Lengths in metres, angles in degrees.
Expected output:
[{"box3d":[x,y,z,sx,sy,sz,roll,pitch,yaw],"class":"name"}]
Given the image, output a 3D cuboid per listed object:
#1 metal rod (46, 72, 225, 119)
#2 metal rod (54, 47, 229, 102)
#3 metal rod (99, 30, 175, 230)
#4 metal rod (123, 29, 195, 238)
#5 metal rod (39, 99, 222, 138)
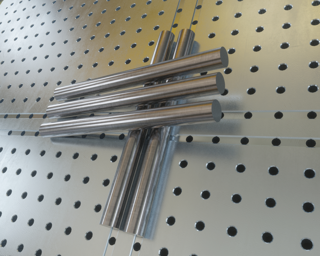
[{"box3d":[-0.055,-0.039,0.433,0.300,0.025,0.025,-6,59,34],"class":"metal rod"},{"box3d":[-0.048,-0.070,0.448,0.300,0.025,0.025,-6,59,34],"class":"metal rod"},{"box3d":[-0.024,-0.014,0.428,0.025,0.025,0.300,1,62,28],"class":"metal rod"},{"box3d":[0.006,-0.011,0.411,0.025,0.025,0.300,1,62,28],"class":"metal rod"},{"box3d":[-0.062,-0.007,0.416,0.300,0.025,0.025,-5,59,35],"class":"metal rod"}]
